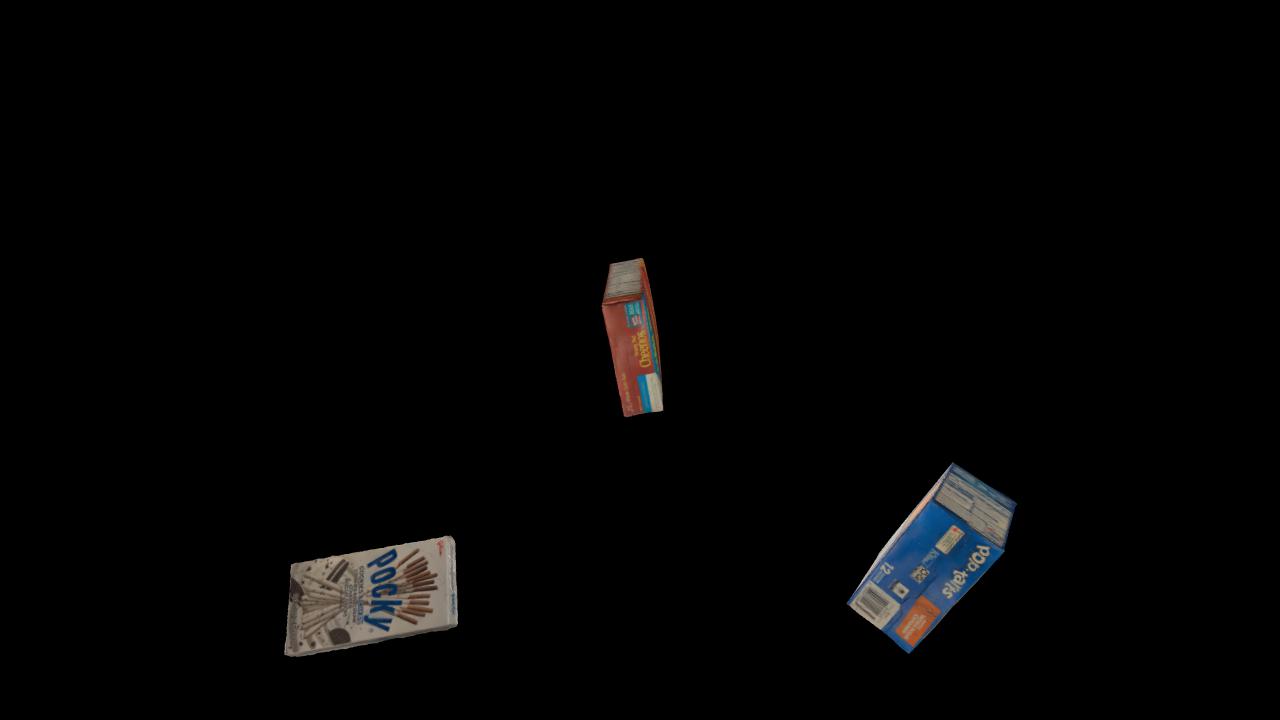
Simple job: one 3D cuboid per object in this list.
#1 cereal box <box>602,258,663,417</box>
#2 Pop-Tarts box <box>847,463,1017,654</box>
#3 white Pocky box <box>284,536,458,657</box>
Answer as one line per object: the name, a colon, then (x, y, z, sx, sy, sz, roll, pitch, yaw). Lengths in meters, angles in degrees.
cereal box: (-0.010, -0.054, 1.128, 0.081, 0.203, 0.306, -10, 21, 3)
Pop-Tarts box: (0.334, 0.221, 0.702, 0.083, 0.167, 0.141, 38, 28, 24)
white Pocky box: (-0.253, 0.223, 0.583, 0.154, 0.084, 0.028, -10, -25, 0)
